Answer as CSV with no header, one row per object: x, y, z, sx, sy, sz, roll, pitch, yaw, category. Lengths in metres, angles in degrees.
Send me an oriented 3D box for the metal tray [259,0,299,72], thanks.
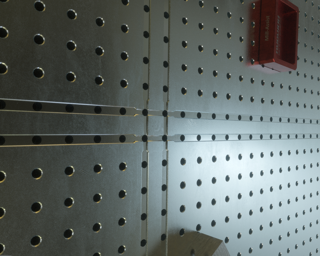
0.234,-0.182,0.604,0.091,0.030,0.129,6,87,-40,metal tray

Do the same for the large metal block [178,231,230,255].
0.063,0.214,0.449,0.080,0.050,0.080,-39,114,-33,large metal block
